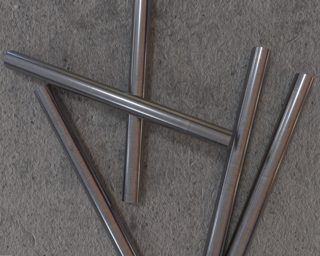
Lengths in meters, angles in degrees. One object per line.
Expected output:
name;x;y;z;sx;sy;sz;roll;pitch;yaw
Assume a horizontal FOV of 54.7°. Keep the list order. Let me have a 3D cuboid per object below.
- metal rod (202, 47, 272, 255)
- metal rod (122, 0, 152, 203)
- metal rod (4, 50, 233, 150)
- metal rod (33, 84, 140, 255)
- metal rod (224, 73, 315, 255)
metal rod;0.100;0.042;0.410;0.025;0.025;0.298;14;90;0
metal rod;-0.029;-0.053;0.409;0.025;0.025;0.298;3;90;0
metal rod;-0.058;-0.038;0.387;0.301;0.025;0.025;21;90;8
metal rod;-0.086;0.081;0.409;0.025;0.025;0.299;-27;90;0
metal rod;0.138;0.071;0.410;0.025;0.025;0.299;21;90;0
